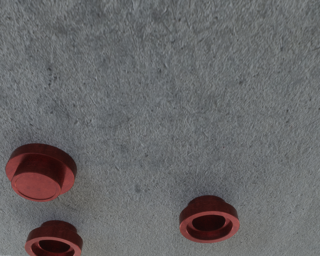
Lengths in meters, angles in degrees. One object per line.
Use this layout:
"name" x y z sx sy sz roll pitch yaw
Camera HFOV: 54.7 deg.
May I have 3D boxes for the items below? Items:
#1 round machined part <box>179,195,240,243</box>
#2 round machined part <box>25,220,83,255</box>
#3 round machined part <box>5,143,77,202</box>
"round machined part" 0.082 0.151 0.525 0.099 0.042 0.097 0 130 0
"round machined part" -0.191 0.206 0.570 0.099 0.042 0.097 0 130 0
"round machined part" -0.176 0.072 0.455 0.099 0.042 0.097 0 130 0
